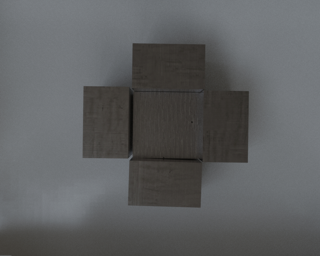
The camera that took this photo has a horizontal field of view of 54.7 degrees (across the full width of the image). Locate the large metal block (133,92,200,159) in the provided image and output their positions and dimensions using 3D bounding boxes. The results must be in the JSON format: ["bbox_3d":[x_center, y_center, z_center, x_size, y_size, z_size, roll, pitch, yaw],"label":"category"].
[{"bbox_3d":[0.008,-0.004,0.396,0.081,0.050,0.080,1,90,0],"label":"large metal block"}]

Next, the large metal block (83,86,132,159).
[{"bbox_3d":[-0.060,-0.007,0.382,0.050,0.080,0.080,1,90,0],"label":"large metal block"}]

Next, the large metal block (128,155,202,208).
[{"bbox_3d":[0.006,0.062,0.382,0.081,0.080,0.050,2,90,0],"label":"large metal block"}]

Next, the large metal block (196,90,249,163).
[{"bbox_3d":[0.073,-0.002,0.383,0.050,0.080,0.080,1,90,0],"label":"large metal block"}]

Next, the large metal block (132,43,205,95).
[{"bbox_3d":[0.010,-0.068,0.382,0.081,0.080,0.050,1,90,0],"label":"large metal block"}]
